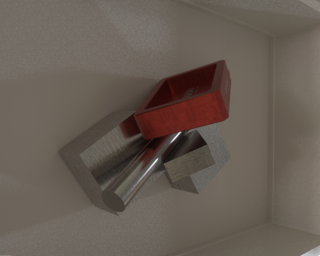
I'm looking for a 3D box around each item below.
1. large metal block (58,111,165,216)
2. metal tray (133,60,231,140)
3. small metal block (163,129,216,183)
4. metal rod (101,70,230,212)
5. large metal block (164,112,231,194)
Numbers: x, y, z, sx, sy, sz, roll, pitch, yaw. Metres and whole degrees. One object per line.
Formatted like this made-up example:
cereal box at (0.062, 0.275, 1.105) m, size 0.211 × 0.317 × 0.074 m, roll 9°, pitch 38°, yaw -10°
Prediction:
large metal block at (-0.049, 0.036, 0.346) m, size 0.080 × 0.050 × 0.080 m, roll -41°, pitch 115°, yaw -32°
metal tray at (0.032, -0.037, 0.356) m, size 0.130 × 0.090 × 0.030 m, roll -62°, pitch 134°, yaw -62°
small metal block at (0.029, 0.030, 0.351) m, size 0.050 × 0.050 × 0.025 m, roll -24°, pitch 109°, yaw 1°
metal rod at (0.029, -0.011, 0.383) m, size 0.301 × 0.025 × 0.025 m, roll -47°, pitch 119°, yaw -47°
large metal block at (0.043, 0.031, 0.427) m, size 0.080 × 0.050 × 0.080 m, roll -41°, pitch 115°, yaw -32°
